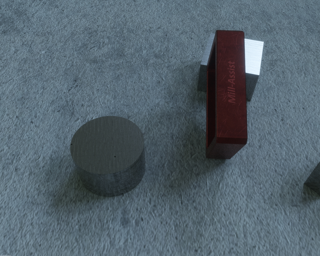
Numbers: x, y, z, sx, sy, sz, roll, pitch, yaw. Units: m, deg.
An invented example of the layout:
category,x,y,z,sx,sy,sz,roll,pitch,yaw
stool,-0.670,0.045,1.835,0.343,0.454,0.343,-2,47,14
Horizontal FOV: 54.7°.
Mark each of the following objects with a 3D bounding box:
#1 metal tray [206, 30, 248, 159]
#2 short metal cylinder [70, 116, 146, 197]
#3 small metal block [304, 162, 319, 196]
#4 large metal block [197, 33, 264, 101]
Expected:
category,x,y,z,sx,sy,sz,roll,pitch,yaw
metal tray,0.075,-0.035,0.362,0.030,0.090,0.129,3,73,2
short metal cylinder,-0.058,0.032,0.359,0.081,0.050,0.080,0,50,0
small metal block,0.198,0.045,0.352,0.050,0.050,0.025,-33,58,-25
large metal block,0.106,-0.093,0.467,0.080,0.050,0.080,13,51,10
